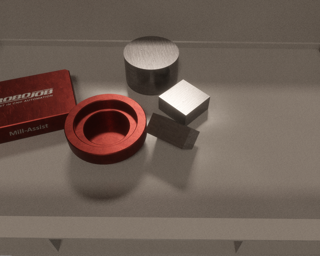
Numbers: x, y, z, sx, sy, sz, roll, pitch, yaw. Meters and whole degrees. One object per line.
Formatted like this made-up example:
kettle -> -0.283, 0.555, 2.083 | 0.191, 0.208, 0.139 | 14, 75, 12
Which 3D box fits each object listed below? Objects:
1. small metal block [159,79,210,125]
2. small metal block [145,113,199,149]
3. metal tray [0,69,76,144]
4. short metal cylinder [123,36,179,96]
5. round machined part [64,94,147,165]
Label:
small metal block -> 0.034, -0.035, 0.435 | 0.050, 0.025, 0.050 | 37, 59, 27
small metal block -> 0.017, 0.005, 0.382 | 0.050, 0.050, 0.025 | 25, 94, 19
metal tray -> -0.183, -0.031, 0.425 | 0.131, 0.030, 0.090 | -14, 52, -12
short metal cylinder -> -0.013, -0.095, 0.468 | 0.081, 0.050, 0.080 | 0, 50, 0
round machined part -> -0.066, 0.005, 0.389 | 0.099, 0.042, 0.098 | 0, 50, 0
